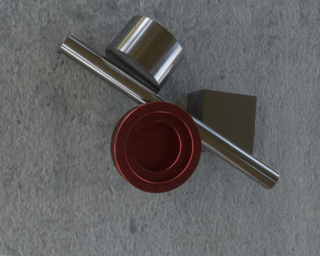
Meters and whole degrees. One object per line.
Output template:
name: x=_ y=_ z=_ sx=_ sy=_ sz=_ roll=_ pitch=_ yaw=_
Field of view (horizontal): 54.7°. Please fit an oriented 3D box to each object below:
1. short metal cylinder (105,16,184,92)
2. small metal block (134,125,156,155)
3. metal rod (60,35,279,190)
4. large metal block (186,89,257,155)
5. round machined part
short metal cylinder: x=-0.018 y=-0.087 z=0.375 sx=0.080 sy=0.080 sz=0.050 roll=39 pitch=78 yaw=-16
small metal block: x=-0.026 y=0.008 z=0.389 sx=0.025 sy=0.050 sz=0.050 roll=-2 pitch=91 yaw=-20
metal rod: x=0.014 y=-0.017 z=0.377 sx=0.301 sy=0.025 sz=0.025 roll=33 pitch=79 yaw=-3
large metal block: x=0.083 y=-0.007 z=0.429 sx=0.081 sy=0.050 sz=0.080 roll=5 pitch=89 yaw=-20
round machined part: x=-0.007 y=0.020 z=0.347 sx=0.099 sy=0.042 sz=0.097 roll=-1 pitch=92 yaw=-20
